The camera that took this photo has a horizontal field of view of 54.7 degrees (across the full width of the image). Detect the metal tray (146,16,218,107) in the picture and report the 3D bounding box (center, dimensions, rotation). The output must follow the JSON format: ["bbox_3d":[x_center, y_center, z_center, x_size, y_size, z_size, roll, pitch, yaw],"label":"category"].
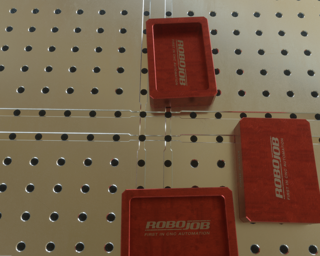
[{"bbox_3d":[0.028,-0.096,0.444,0.091,0.030,0.130,-3,70,-2],"label":"metal tray"}]

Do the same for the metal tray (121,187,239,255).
[{"bbox_3d":[0.021,0.118,0.366,0.131,0.030,0.090,-1,70,-1],"label":"metal tray"}]

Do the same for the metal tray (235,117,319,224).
[{"bbox_3d":[0.146,0.053,0.392,0.091,0.030,0.130,2,70,0],"label":"metal tray"}]
